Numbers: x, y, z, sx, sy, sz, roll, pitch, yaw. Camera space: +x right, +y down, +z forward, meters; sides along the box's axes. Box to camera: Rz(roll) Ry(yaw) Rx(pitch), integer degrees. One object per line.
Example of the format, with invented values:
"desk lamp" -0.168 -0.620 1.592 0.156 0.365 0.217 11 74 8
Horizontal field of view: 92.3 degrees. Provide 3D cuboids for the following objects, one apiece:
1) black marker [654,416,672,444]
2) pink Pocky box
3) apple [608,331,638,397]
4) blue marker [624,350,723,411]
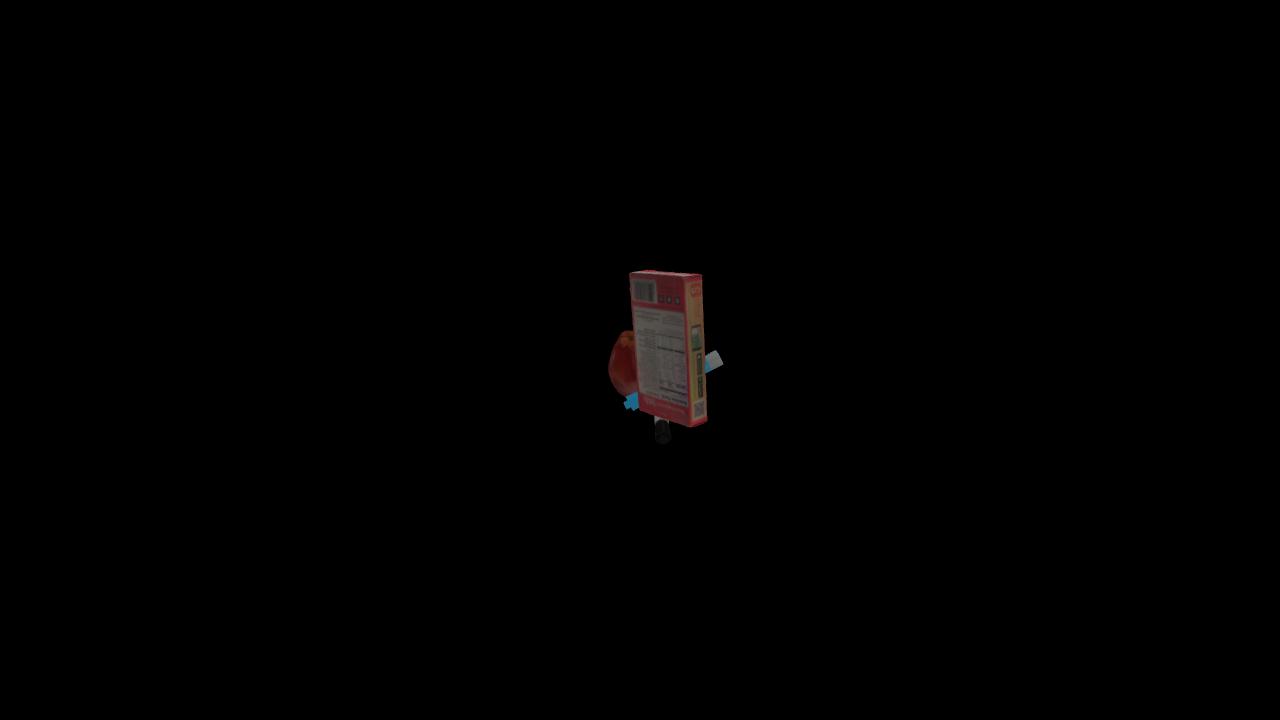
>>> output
"black marker" 0.024 0.055 0.738 0.020 0.020 0.121 0 37 -2
"pink Pocky box" 0.029 -0.014 0.636 0.029 0.155 0.084 -15 19 -37
"apple" 0.001 0.009 0.748 0.079 0.093 0.079 -11 40 9
"blue marker" 0.037 0.025 0.697 0.121 0.020 0.020 -27 -1 2
